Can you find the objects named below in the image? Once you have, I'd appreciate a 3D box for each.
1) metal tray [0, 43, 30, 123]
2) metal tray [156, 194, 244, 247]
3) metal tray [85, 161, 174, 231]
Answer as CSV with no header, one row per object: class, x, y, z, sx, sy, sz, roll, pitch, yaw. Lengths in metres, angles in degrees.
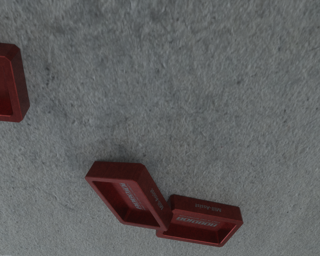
metal tray,-0.226,-0.055,0.353,0.131,0.030,0.089,5,130,-5
metal tray,0.067,0.166,0.546,0.131,0.030,0.089,14,129,-12
metal tray,-0.044,0.105,0.471,0.090,0.030,0.130,-1,133,29
